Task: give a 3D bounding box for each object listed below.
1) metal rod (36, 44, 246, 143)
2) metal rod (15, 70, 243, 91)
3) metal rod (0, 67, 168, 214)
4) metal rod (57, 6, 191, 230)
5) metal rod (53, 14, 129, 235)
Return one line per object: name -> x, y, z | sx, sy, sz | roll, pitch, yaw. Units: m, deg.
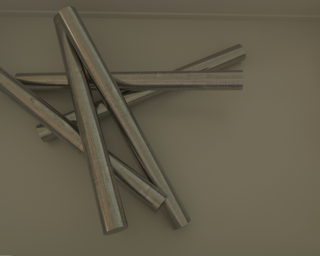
metal rod -> -0.019, -0.051, 0.428 | 0.302, 0.025, 0.025 | -23, 72, -9
metal rod -> -0.047, -0.062, 0.407 | 0.301, 0.025, 0.025 | 1, 70, 9
metal rod -> -0.118, 0.001, 0.379 | 0.300, 0.025, 0.025 | 36, 74, 13
metal rod -> -0.046, -0.016, 0.381 | 0.025, 0.025, 0.299 | -28, 85, -10
metal rod -> -0.090, -0.026, 0.368 | 0.025, 0.025, 0.299 | -17, 64, -7
